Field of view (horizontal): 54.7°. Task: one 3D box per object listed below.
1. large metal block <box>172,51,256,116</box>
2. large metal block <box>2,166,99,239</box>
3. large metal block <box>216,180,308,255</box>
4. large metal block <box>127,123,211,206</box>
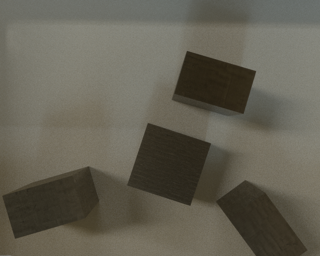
[{"bbox_3d":[0.062,-0.051,0.384,0.080,0.080,0.050,16,90,0],"label":"large metal block"},{"bbox_3d":[-0.129,0.087,0.383,0.080,0.080,0.050,-16,90,0],"label":"large metal block"},{"bbox_3d":[0.121,0.118,0.385,0.050,0.080,0.080,-36,90,0],"label":"large metal block"},{"bbox_3d":[0.011,0.044,0.399,0.080,0.050,0.080,18,90,0],"label":"large metal block"}]
